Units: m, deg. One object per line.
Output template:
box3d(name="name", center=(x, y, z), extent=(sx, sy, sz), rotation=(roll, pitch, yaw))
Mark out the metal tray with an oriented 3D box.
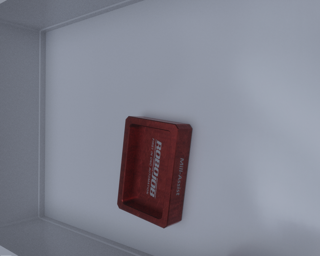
box3d(name="metal tray", center=(-0.010, 0.053, 0.409), extent=(0.090, 0.030, 0.129), rotation=(11, 97, 39))
